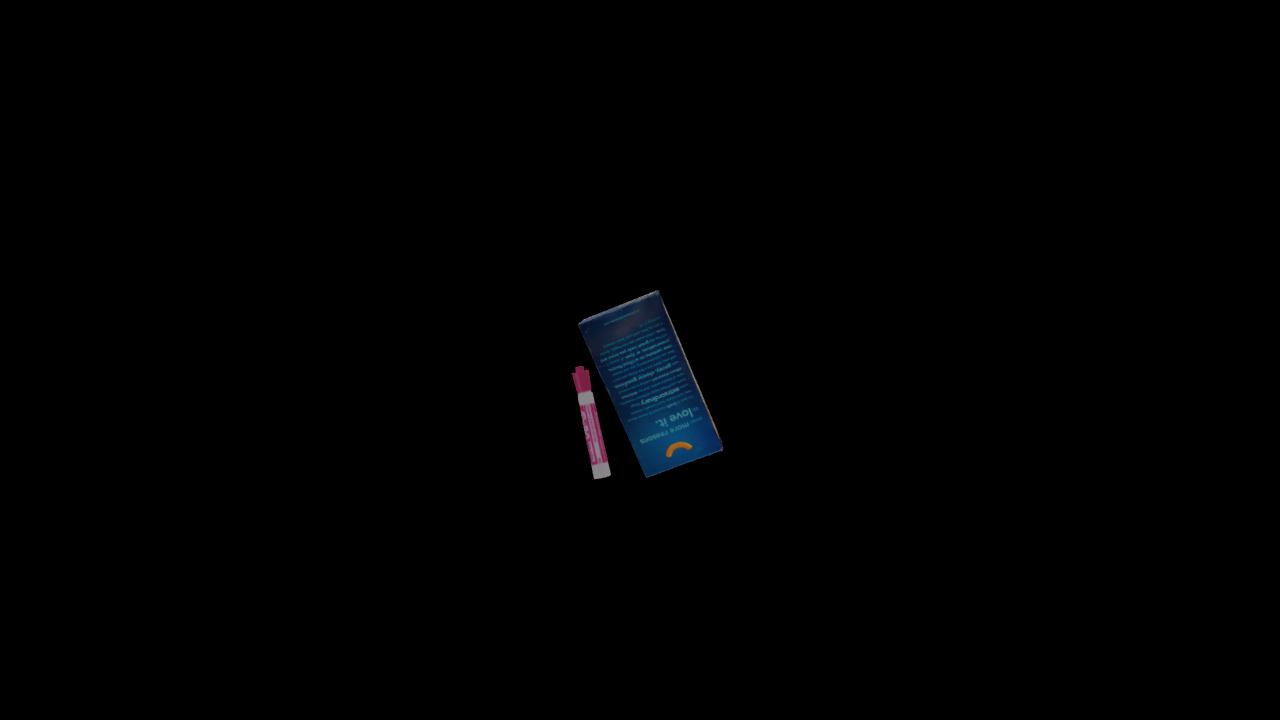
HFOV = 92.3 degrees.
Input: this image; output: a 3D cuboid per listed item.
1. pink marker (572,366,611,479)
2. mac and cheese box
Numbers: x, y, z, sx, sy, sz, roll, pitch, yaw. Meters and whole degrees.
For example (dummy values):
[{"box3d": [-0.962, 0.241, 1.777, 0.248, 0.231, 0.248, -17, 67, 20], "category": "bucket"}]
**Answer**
[{"box3d": [-0.053, 0.066, 0.658, 0.020, 0.121, 0.020, -12, -5, -1], "category": "pink marker"}, {"box3d": [0.013, 0.026, 0.664, 0.093, 0.184, 0.041, -22, 10, 7], "category": "mac and cheese box"}]
